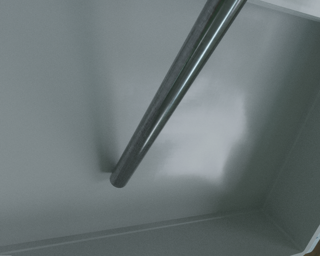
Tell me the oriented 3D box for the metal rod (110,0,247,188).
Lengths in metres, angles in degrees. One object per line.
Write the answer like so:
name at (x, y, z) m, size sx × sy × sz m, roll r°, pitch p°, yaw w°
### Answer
metal rod at (0.000, -0.017, 0.317) m, size 0.025 × 0.025 × 0.298 m, roll 0°, pitch 144°, yaw -28°
